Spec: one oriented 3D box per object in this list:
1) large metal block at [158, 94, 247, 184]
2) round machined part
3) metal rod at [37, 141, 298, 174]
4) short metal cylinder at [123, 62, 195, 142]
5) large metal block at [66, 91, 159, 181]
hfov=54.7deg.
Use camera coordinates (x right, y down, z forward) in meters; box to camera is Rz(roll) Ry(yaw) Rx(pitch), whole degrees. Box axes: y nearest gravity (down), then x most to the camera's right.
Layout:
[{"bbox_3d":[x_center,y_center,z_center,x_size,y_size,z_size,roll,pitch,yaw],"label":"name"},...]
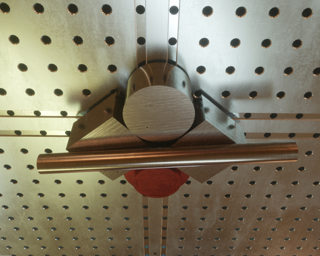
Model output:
[{"bbox_3d":[0.054,0.017,0.402,0.080,0.050,0.080,35,123,-26],"label":"large metal block"},{"bbox_3d":[-0.004,0.065,0.450,0.099,0.042,0.097,0,130,0],"label":"round machined part"},{"bbox_3d":[0.006,0.035,0.369,0.302,0.025,0.025,-3,130,3],"label":"metal rod"},{"bbox_3d":[-0.001,-0.030,0.365,0.081,0.050,0.079,0,130,0],"label":"short metal cylinder"},{"bbox_3d":[-0.059,0.013,0.401,0.080,0.050,0.080,-32,125,24],"label":"large metal block"}]
